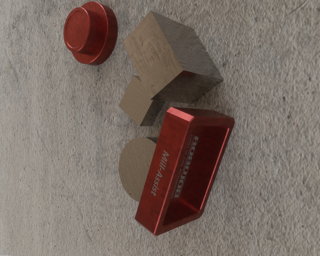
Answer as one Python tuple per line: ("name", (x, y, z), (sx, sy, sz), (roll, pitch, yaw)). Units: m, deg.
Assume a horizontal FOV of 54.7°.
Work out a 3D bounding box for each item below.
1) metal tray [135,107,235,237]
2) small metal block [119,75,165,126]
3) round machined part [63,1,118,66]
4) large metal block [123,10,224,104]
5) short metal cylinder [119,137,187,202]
("metal tray", (0.029, 0.044, 0.338), (0.030, 0.091, 0.129), (26, 107, 37))
("small metal block", (-0.024, -0.037, 0.425), (0.050, 0.025, 0.050), (43, 116, 31))
("round machined part", (-0.115, -0.151, 0.489), (0.098, 0.042, 0.097), (0, 90, 40))
("large metal block", (0.016, -0.077, 0.356), (0.050, 0.081, 0.080), (-39, 67, 33))
("short metal cylinder", (-0.006, 0.051, 0.394), (0.080, 0.050, 0.080), (0, 90, 40))
